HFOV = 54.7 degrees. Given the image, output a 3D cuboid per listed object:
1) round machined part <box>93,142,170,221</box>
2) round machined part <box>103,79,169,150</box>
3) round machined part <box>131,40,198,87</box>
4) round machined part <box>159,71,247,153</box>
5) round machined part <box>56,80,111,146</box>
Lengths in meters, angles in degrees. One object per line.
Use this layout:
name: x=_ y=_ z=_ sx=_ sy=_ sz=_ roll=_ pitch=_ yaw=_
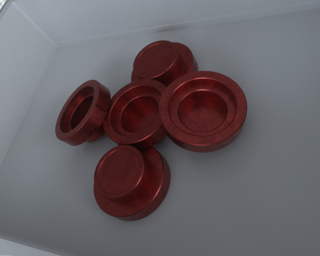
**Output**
round machined part: x=-0.041 y=0.059 z=0.378 sx=0.098 sy=0.042 sz=0.098 roll=-13 pitch=56 yaw=21
round machined part: x=-0.023 y=-0.014 z=0.413 sx=0.098 sy=0.042 sz=0.098 roll=-13 pitch=56 yaw=21
round machined part: x=0.001 y=-0.087 z=0.445 sx=0.098 sy=0.042 sz=0.098 roll=-13 pitch=56 yaw=21
round machined part: x=0.050 y=-0.016 z=0.365 sx=0.098 sy=0.042 sz=0.098 roll=-4 pitch=63 yaw=8
round machined part: x=-0.103 y=-0.018 z=0.448 sx=0.098 sy=0.042 sz=0.098 roll=-28 pitch=45 yaw=32
